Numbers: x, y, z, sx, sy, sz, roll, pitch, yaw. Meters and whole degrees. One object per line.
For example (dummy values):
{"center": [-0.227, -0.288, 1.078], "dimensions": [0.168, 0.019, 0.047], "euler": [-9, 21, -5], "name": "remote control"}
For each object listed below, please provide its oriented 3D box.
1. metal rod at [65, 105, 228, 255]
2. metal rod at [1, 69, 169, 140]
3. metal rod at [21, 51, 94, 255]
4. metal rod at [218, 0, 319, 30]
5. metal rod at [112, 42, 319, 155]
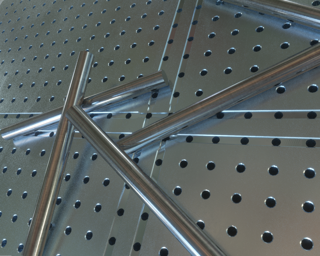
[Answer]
{"center": [-0.025, 0.061, 0.360], "dimensions": [0.025, 0.025, 0.300], "euler": [-47, 58, -5], "name": "metal rod"}
{"center": [-0.130, -0.032, 0.493], "dimensions": [0.301, 0.025, 0.025], "euler": [-17, 55, 18], "name": "metal rod"}
{"center": [-0.140, 0.023, 0.442], "dimensions": [0.025, 0.025, 0.299], "euler": [-1, 68, 27], "name": "metal rod"}
{"center": [0.168, -0.160, 0.417], "dimensions": [0.025, 0.025, 0.300], "euler": [-48, 52, -6], "name": "metal rod"}
{"center": [0.072, -0.032, 0.388], "dimensions": [0.301, 0.025, 0.025], "euler": [-26, 53, 11], "name": "metal rod"}
